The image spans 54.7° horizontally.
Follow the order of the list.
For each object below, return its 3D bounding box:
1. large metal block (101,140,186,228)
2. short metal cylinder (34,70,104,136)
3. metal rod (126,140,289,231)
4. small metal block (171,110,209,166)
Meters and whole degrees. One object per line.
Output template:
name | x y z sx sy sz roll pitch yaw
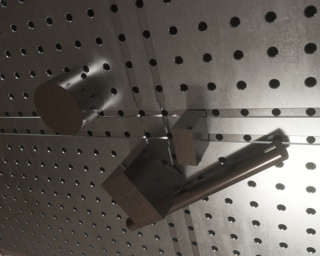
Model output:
large metal block | -0.020 0.077 0.432 0.050 0.080 0.080 -33 100 38
short metal cylinder | -0.128 -0.036 0.438 0.080 0.050 0.079 13 124 20
metal rod | 0.045 0.095 0.445 0.025 0.025 0.299 48 128 -6
small metal block | 0.039 0.011 0.380 0.025 0.050 0.050 3 120 26
